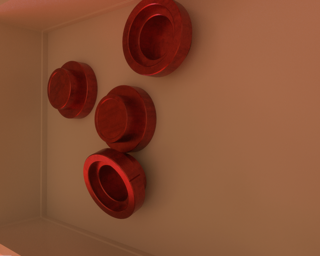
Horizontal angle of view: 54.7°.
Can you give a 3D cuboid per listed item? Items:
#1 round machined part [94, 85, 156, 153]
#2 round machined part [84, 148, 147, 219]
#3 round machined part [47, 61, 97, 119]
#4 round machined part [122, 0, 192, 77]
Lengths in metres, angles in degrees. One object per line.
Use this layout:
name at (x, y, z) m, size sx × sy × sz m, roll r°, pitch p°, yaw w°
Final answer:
round machined part at (-0.056, -0.012, 0.442) m, size 0.098 × 0.042 × 0.097 m, roll 0°, pitch 90°, yaw 40°
round machined part at (-0.058, 0.073, 0.431) m, size 0.098 × 0.042 × 0.097 m, roll 17°, pitch 119°, yaw 33°
round machined part at (-0.153, -0.065, 0.523) m, size 0.098 × 0.042 × 0.097 m, roll 0°, pitch 90°, yaw 40°
round machined part at (0.001, -0.113, 0.395) m, size 0.098 × 0.042 × 0.097 m, roll 0°, pitch 90°, yaw 40°
